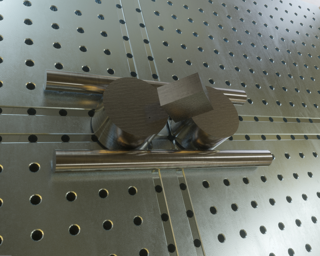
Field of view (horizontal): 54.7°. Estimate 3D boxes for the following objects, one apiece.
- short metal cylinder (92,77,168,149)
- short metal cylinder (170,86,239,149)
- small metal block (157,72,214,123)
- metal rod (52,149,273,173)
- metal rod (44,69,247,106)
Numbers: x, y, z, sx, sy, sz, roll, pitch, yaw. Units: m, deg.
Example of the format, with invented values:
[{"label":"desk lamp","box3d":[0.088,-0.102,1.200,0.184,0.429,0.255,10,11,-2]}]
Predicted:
[{"label":"short metal cylinder","box3d":[-0.037,-0.014,0.377,0.081,0.050,0.080,14,56,-21]},{"label":"short metal cylinder","box3d":[0.060,-0.011,0.427,0.081,0.050,0.080,14,56,-21]},{"label":"small metal block","box3d":[0.031,-0.034,0.366,0.050,0.050,0.025,45,29,-59]},{"label":"metal rod","box3d":[0.024,0.040,0.392,0.303,0.025,0.025,2,61,-27]},{"label":"metal rod","box3d":[-0.001,-0.053,0.436,0.303,0.025,0.025,2,61,-27]}]
